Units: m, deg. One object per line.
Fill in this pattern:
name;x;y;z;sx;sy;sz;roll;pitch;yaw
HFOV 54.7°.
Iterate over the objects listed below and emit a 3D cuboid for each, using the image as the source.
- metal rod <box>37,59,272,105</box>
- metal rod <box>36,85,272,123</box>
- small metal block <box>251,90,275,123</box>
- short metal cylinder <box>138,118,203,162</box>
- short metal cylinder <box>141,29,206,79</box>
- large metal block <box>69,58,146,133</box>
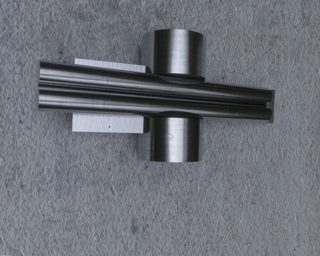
metal rod;0.016;-0.049;0.369;0.303;0.025;0.025;2;90;-28
metal rod;0.016;-0.024;0.369;0.303;0.025;0.025;2;90;-28
small metal block;0.142;-0.033;0.463;0.050;0.025;0.050;3;89;-20
short metal cylinder;0.013;0.014;0.386;0.081;0.080;0.050;2;90;-20
short metal cylinder;0.017;-0.086;0.387;0.081;0.080;0.050;2;90;-20
large metal block;-0.065;-0.035;0.373;0.081;0.050;0.080;2;90;-20
